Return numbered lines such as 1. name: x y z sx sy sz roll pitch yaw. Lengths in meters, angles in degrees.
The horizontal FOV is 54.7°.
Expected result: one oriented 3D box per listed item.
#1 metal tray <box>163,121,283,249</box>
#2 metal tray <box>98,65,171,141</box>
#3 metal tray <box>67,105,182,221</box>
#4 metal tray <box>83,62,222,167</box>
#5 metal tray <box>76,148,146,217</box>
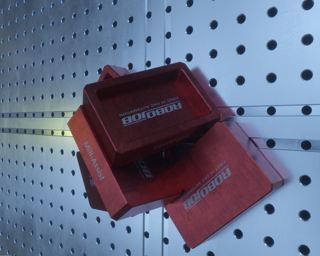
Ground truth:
1. metal tray: 0.059 0.065 0.355 0.129 0.030 0.090 -48 62 29
2. metal tray: -0.049 -0.020 0.444 0.130 0.030 0.089 43 116 31
3. metal tray: -0.040 0.033 0.358 0.030 0.091 0.130 -46 63 30
4. metal tray: -0.008 -0.021 0.346 0.090 0.131 0.030 59 151 23
5. metal tray: -0.068 0.069 0.429 0.130 0.030 0.089 -12 93 54
